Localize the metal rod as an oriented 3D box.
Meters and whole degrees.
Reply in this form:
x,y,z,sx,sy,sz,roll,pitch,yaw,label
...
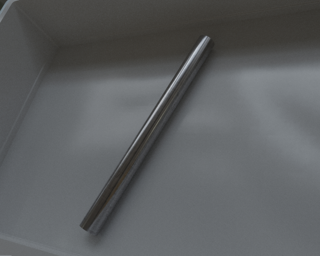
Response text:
x,y,z,sx,sy,sz,roll,pitch,yaw,label
-0.010,-0.001,0.409,0.025,0.025,0.300,22,73,36,metal rod
